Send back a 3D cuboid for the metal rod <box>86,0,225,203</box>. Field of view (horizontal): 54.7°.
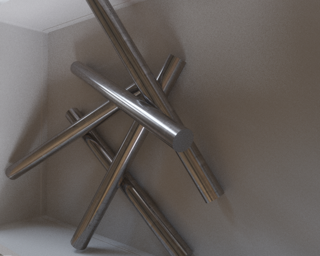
[{"bbox_3d":[-0.012,-0.048,0.375,0.025,0.025,0.299,-36,81,34],"label":"metal rod"}]

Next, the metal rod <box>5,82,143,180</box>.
[{"bbox_3d":[-0.142,0.012,0.487,0.300,0.025,0.025,-30,71,24],"label":"metal rod"}]

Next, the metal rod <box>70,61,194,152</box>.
[{"bbox_3d":[-0.058,-0.044,0.410,0.300,0.025,0.025,35,112,49],"label":"metal rod"}]

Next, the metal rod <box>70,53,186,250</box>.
[{"bbox_3d":[-0.048,0.040,0.419,0.025,0.025,0.298,37,104,34],"label":"metal rod"}]

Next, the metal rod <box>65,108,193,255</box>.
[{"bbox_3d":[-0.059,0.068,0.455,0.300,0.025,0.025,46,117,30],"label":"metal rod"}]
